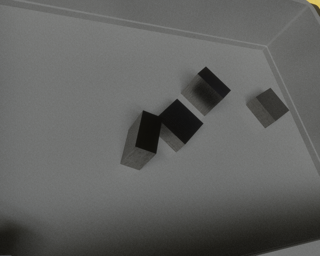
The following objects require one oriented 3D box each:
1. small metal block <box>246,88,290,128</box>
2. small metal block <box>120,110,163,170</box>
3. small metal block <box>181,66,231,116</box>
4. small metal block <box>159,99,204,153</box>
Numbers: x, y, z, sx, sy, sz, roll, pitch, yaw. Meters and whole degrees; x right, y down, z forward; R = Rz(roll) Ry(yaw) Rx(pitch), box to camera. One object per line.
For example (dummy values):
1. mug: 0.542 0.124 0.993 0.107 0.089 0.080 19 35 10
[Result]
1. small metal block: 0.183 -0.034 0.525 0.050 0.025 0.050 -29 78 -37
2. small metal block: -0.022 0.015 0.368 0.025 0.050 0.050 21 54 -16
3. small metal block: 0.067 -0.053 0.458 0.050 0.050 0.025 44 51 2
4. small metal block: 0.023 -0.004 0.420 0.050 0.025 0.050 44 51 2
